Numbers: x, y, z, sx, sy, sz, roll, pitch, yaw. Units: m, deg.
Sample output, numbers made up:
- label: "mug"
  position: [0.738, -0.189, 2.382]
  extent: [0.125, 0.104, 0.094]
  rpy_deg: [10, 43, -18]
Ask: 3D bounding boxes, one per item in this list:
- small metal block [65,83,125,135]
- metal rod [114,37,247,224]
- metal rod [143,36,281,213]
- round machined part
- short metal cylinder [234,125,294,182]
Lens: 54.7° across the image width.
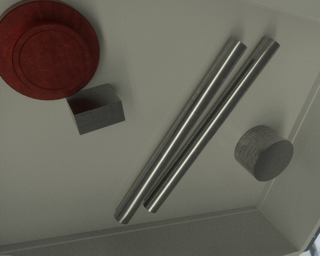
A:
- label: "small metal block"
  position: [-0.072, -0.022, 0.340]
  extent: [0.050, 0.050, 0.025]
  rpy_deg: [-19, 126, -18]
- label: "metal rod"
  position: [0.022, 0.013, 0.430]
  extent: [0.025, 0.025, 0.299]
  rpy_deg: [24, 106, -37]
- label: "metal rod"
  position: [0.069, 0.002, 0.449]
  extent: [0.025, 0.025, 0.299]
  rpy_deg: [27, 104, -38]
- label: "round machined part"
  position: [-0.105, -0.070, 0.297]
  extent: [0.099, 0.042, 0.097]
  rpy_deg: [-14, 125, -21]
- label: "short metal cylinder"
  position: [0.172, 0.042, 0.516]
  extent: [0.081, 0.050, 0.079]
  rpy_deg: [-14, 125, -21]
